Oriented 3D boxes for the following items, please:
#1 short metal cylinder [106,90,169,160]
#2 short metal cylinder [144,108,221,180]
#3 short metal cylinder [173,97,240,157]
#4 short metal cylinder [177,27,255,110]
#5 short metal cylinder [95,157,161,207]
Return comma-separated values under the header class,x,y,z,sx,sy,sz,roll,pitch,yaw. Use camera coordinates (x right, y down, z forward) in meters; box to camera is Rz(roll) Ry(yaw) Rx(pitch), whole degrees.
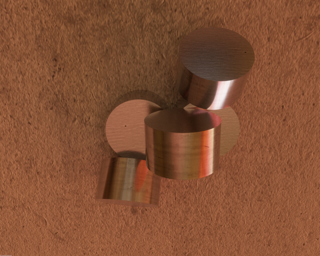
class,x,y,z,sx,sy,sz,roll,pitch,yaw
short metal cylinder,-0.025,-0.004,0.395,0.081,0.050,0.079,0,110,-1
short metal cylinder,0.024,0.014,0.334,0.081,0.080,0.050,-1,110,0
short metal cylinder,0.056,-0.006,0.396,0.081,0.050,0.079,0,110,-1
short metal cylinder,0.060,-0.067,0.350,0.081,0.080,0.050,1,148,-1
short metal cylinder,-0.039,0.072,0.401,0.081,0.080,0.050,7,71,-3
